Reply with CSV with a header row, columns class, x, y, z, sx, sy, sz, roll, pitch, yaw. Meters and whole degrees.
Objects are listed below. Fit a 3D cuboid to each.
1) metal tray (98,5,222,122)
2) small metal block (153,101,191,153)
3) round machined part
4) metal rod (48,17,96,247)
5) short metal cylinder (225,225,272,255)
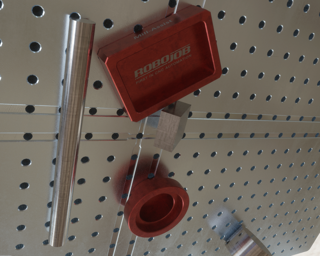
class,x,y,z,sx,sy,sz,roll,pitch,yaw
metal tray,0.005,-0.075,0.365,0.131,0.030,0.090,-29,129,-10
small metal block,0.017,-0.004,0.402,0.050,0.025,0.050,-47,153,-60
round machined part,-0.009,0.114,0.468,0.099,0.042,0.097,-14,124,-21
metal rod,-0.109,0.025,0.367,0.025,0.025,0.298,-1,119,-29
short metal cylinder,0.179,0.246,0.629,0.050,0.080,0.080,-47,130,5
